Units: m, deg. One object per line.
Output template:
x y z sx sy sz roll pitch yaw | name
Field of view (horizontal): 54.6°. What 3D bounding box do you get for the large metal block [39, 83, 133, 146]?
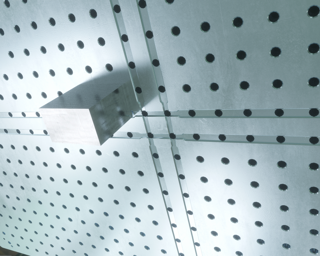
-0.096 -0.021 0.414 0.080 0.080 0.050 2 120 27 | large metal block
